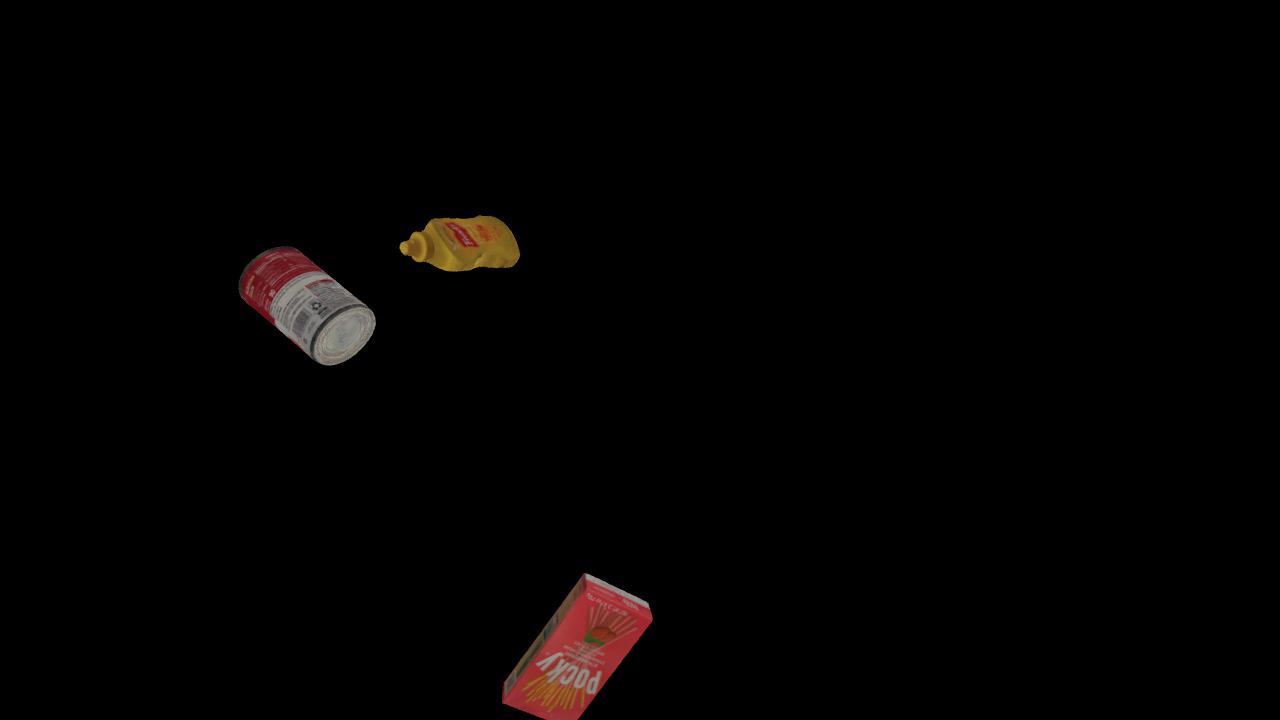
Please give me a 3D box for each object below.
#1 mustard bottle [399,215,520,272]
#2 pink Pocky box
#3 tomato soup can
[{"bbox_3d":[-0.271,-0.171,0.912,0.054,0.092,0.184,-38,-12,37],"label":"mustard bottle"},{"bbox_3d":[-0.064,0.298,0.625,0.084,0.155,0.029,33,8,-18],"label":"pink Pocky box"},{"bbox_3d":[-0.303,-0.049,0.565,0.101,0.068,0.068,36,9,13],"label":"tomato soup can"}]
